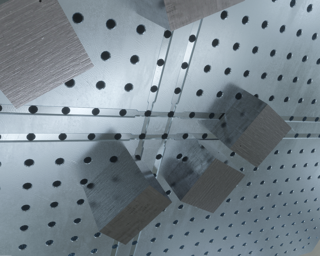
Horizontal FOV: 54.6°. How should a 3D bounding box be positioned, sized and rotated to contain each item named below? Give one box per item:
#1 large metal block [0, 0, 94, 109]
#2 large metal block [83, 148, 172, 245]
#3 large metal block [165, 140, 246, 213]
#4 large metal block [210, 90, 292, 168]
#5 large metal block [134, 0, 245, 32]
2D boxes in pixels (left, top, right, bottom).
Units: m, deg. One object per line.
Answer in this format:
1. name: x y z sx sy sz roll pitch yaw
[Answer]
1. large metal block: -0.120 -0.078 0.281 0.080 0.050 0.080 -31 129 -8
2. large metal block: -0.044 0.088 0.405 0.080 0.080 0.050 -43 129 1
3. large metal block: 0.070 0.077 0.480 0.080 0.050 0.080 30 102 -38
4. large metal block: 0.139 0.003 0.471 0.080 0.050 0.080 32 101 -38
5. large metal block: 0.022 -0.141 0.300 0.080 0.080 0.050 -26 128 -12
